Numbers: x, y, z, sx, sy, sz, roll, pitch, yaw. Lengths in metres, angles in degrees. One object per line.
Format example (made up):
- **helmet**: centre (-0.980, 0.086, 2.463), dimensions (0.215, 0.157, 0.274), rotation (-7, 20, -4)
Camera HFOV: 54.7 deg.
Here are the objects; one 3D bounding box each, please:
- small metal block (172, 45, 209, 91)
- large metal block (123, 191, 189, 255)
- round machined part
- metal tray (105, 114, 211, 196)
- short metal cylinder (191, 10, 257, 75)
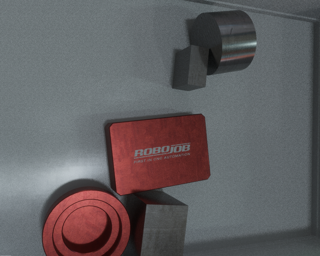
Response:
- **small metal block**: centre (0.040, -0.078, 0.413), dimensions (0.025, 0.050, 0.050), rotation (6, 88, -20)
- **large metal block**: centre (-0.010, 0.125, 0.379), dimensions (0.050, 0.080, 0.080), rotation (8, 88, -20)
- **round machined part**: centre (-0.088, 0.118, 0.369), dimensions (0.099, 0.042, 0.097), rotation (0, 91, -20)
- **metal tray**: centre (-0.001, 0.032, 0.409), dimensions (0.131, 0.030, 0.089), rotation (-7, 92, -20)
- **short metal cylinder**: centre (0.082, -0.113, 0.413), dimensions (0.050, 0.080, 0.079), rotation (-12, 94, -20)
